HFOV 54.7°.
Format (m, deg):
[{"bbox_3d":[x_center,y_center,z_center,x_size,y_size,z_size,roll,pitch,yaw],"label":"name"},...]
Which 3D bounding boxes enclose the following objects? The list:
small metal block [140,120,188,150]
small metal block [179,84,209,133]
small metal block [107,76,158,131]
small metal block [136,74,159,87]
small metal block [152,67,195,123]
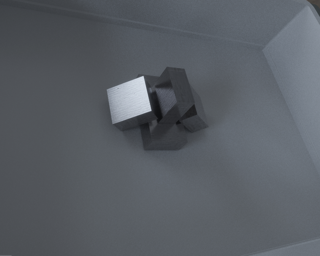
[{"bbox_3d":[0.003,0.001,0.404,0.050,0.025,0.050,2,61,-27],"label":"small metal block"},{"bbox_3d":[0.042,-0.027,0.427,0.050,0.025,0.050,37,37,-58],"label":"small metal block"},{"bbox_3d":[-0.035,-0.030,0.385,0.050,0.025,0.050,-18,65,11],"label":"small metal block"},{"bbox_3d":[-0.007,-0.044,0.425,0.050,0.025,0.050,3,61,-28],"label":"small metal block"},{"bbox_3d":[0.014,-0.040,0.386,0.025,0.050,0.050,1,61,-29],"label":"small metal block"}]
